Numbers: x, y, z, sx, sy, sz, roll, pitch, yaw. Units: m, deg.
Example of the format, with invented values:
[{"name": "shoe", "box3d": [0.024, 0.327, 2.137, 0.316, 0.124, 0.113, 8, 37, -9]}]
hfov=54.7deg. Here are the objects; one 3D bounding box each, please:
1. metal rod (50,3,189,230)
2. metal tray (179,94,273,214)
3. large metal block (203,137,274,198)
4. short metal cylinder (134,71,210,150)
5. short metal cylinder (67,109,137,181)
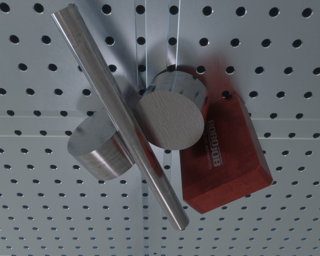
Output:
[{"name": "metal rod", "box3d": [-0.031, 0.009, 0.353, 0.025, 0.025, 0.299, -19, 118, 15]}, {"name": "metal tray", "box3d": [0.069, 0.026, 0.365, 0.090, 0.130, 0.030, -30, 124, 23]}, {"name": "large metal block", "box3d": [0.102, 0.051, 0.440, 0.080, 0.050, 0.080, -26, 126, 20]}, {"name": "short metal cylinder", "box3d": [0.015, -0.020, 0.366, 0.080, 0.050, 0.079, 8, 126, 12]}, {"name": "short metal cylinder", "box3d": [-0.068, 0.019, 0.391, 0.080, 0.080, 0.050, -22, 127, 18]}]
